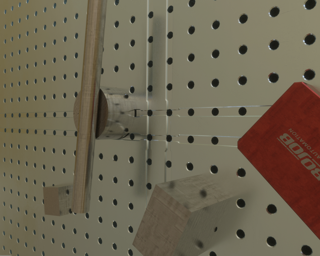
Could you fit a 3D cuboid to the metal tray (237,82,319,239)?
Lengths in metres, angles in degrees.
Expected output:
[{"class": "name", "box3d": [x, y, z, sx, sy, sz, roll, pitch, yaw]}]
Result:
[{"class": "metal tray", "box3d": [0.147, 0.032, 0.285, 0.130, 0.030, 0.090, 52, 120, 27]}]

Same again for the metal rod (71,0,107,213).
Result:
[{"class": "metal rod", "box3d": [-0.097, -0.032, 0.424, 0.025, 0.025, 0.298, 10, 96, 39]}]

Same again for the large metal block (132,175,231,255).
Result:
[{"class": "large metal block", "box3d": [0.025, 0.105, 0.353, 0.050, 0.081, 0.079, 32, 110, 35]}]

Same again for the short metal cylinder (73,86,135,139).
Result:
[{"class": "short metal cylinder", "box3d": [-0.084, -0.022, 0.463, 0.080, 0.050, 0.080, 0, 90, 40]}]

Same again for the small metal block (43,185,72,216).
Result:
[{"class": "small metal block", "box3d": [-0.187, 0.131, 0.564, 0.050, 0.025, 0.050, -9, 84, 39]}]
